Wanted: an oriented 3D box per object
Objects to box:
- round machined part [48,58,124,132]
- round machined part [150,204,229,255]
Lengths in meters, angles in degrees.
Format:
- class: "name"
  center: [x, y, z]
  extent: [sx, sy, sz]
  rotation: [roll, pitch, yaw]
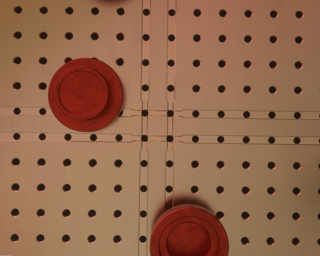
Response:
- class: "round machined part"
  center: [-0.097, -0.043, 0.404]
  extent: [0.099, 0.042, 0.097]
  rotation: [0, 90, 0]
- class: "round machined part"
  center: [0.037, 0.148, 0.405]
  extent: [0.099, 0.042, 0.097]
  rotation: [0, 90, 0]
